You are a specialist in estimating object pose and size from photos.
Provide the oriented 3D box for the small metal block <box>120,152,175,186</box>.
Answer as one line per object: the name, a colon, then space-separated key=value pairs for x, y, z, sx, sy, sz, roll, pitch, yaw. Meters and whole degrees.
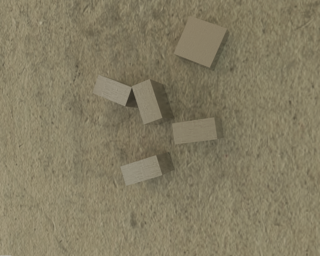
small metal block: x=-0.015 y=0.052 z=0.400 sx=0.050 sy=0.050 sz=0.025 roll=-19 pitch=84 yaw=18

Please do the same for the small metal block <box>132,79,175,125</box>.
small metal block: x=-0.008 y=-0.032 z=0.398 sx=0.025 sy=0.050 sz=0.050 roll=-20 pitch=84 yaw=18

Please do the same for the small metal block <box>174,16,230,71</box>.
small metal block: x=0.053 y=-0.106 z=0.390 sx=0.050 sy=0.025 sz=0.050 roll=26 pitch=98 yaw=17

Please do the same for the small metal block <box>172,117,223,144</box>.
small metal block: x=0.048 y=0.003 z=0.378 sx=0.050 sy=0.050 sz=0.025 roll=-8 pitch=87 yaw=19

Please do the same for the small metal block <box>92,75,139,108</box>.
small metal block: x=-0.052 y=-0.048 z=0.413 sx=0.050 sy=0.050 sz=0.025 roll=23 pitch=98 yaw=18
